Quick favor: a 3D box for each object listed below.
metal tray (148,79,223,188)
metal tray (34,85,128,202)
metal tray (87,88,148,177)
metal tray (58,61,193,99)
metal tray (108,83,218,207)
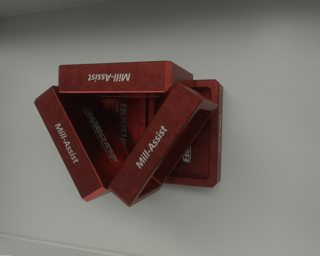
[{"bbox_3d":[0.031,0.006,0.396,0.090,0.030,0.129,1,90,20],"label":"metal tray"},{"bbox_3d":[-0.083,0.015,0.371,0.030,0.090,0.130,-33,80,18],"label":"metal tray"},{"bbox_3d":[-0.055,0.003,0.427,0.090,0.030,0.129,1,89,20],"label":"metal tray"},{"bbox_3d":[-0.036,-0.051,0.354,0.130,0.090,0.030,2,91,20],"label":"metal tray"},{"bbox_3d":[0.007,0.018,0.339,0.030,0.090,0.129,37,102,16],"label":"metal tray"}]
